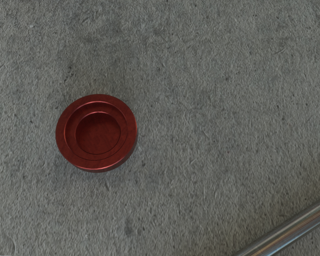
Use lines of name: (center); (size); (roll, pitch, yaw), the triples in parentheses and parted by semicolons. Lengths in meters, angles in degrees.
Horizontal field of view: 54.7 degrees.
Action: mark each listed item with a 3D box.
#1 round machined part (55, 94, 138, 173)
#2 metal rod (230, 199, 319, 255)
round machined part: (-0.077, 0.009, 0.395); (0.099, 0.042, 0.098); (0, 70, -1)
metal rod: (0.111, 0.144, 0.356); (0.302, 0.025, 0.025); (-28, 73, -10)
